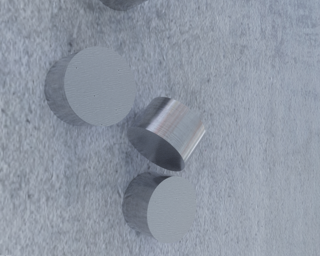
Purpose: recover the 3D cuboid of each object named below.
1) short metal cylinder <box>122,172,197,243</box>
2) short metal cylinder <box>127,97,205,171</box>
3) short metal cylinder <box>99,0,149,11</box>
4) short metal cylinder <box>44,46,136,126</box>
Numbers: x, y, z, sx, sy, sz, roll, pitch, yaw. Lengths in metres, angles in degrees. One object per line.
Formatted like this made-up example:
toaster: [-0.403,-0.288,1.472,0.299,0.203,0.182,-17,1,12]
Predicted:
short metal cylinder: [0.000,0.098,0.391,0.081,0.050,0.079,0,90,-40]
short metal cylinder: [0.008,0.008,0.377,0.080,0.080,0.050,51,60,-28]
short metal cylinder: [-0.038,-0.183,0.358,0.081,0.050,0.079,0,90,-40]
short metal cylinder: [-0.073,-0.042,0.328,0.081,0.050,0.079,0,90,-40]
